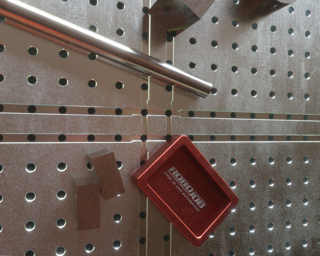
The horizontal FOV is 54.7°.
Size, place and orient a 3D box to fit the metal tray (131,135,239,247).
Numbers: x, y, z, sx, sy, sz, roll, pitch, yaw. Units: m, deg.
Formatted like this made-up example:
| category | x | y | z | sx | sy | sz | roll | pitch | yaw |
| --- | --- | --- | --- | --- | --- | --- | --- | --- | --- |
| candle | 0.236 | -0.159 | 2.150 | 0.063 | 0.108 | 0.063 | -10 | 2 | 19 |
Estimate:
| category | x | y | z | sx | sy | sz | roll | pitch | yaw |
| --- | --- | --- | --- | --- | --- | --- | --- | --- | --- |
| metal tray | 0.036 | 0.084 | 0.423 | 0.090 | 0.030 | 0.130 | -44 | 104 | -15 |

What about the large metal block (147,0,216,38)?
| category | x | y | z | sx | sy | sz | roll | pitch | yaw |
| --- | --- | --- | --- | --- | --- | --- | --- | --- | --- |
| large metal block | 0.038 | -0.173 | 0.397 | 0.050 | 0.080 | 0.080 | 40 | 77 | -16 |

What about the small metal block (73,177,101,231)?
| category | x | y | z | sx | sy | sz | roll | pitch | yaw |
| --- | --- | --- | --- | --- | --- | --- | --- | --- | --- |
| small metal block | -0.088 | 0.088 | 0.367 | 0.025 | 0.050 | 0.050 | -1 | 91 | -20 |

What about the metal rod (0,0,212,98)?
| category | x | y | z | sx | sy | sz | roll | pitch | yaw |
| --- | --- | --- | --- | --- | --- | --- | --- | --- | --- |
| metal rod | -0.068 | -0.100 | 0.387 | 0.302 | 0.025 | 0.025 | 19 | 84 | -19 |

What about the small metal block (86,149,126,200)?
| category | x | y | z | sx | sy | sz | roll | pitch | yaw |
| --- | --- | --- | --- | --- | --- | --- | --- | --- | --- |
| small metal block | -0.066 | 0.054 | 0.375 | 0.025 | 0.050 | 0.050 | -18 | 96 | -19 |

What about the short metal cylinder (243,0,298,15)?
| category | x | y | z | sx | sy | sz | roll | pitch | yaw |
| --- | --- | --- | --- | --- | --- | --- | --- | --- | --- |
| short metal cylinder | 0.167 | -0.216 | 0.460 | 0.081 | 0.050 | 0.080 | 0 | 90 | -20 |
